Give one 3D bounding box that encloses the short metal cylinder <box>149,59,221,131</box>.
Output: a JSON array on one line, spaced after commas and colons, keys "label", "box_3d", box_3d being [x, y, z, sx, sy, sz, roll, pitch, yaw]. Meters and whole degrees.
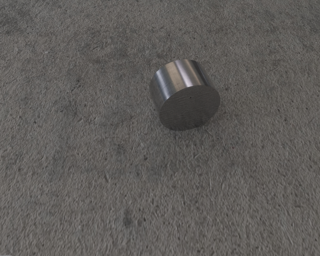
[{"label": "short metal cylinder", "box_3d": [0.031, -0.041, 0.403, 0.081, 0.080, 0.050, -12, 51, -10]}]
